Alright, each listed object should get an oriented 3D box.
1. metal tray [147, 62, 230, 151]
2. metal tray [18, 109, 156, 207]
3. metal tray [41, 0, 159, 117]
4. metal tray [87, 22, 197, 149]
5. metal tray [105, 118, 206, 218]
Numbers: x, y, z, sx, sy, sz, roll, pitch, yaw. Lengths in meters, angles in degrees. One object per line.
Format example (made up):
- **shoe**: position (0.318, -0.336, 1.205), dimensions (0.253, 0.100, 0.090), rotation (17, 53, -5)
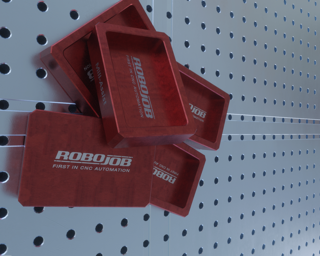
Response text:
- **metal tray**: position (0.041, -0.028, 0.437), dimensions (0.131, 0.030, 0.090), rotation (23, 76, -38)
- **metal tray**: position (-0.072, 0.034, 0.323), dimensions (0.131, 0.030, 0.090), rotation (8, 86, -26)
- **metal tray**: position (-0.055, -0.083, 0.357), dimensions (0.131, 0.030, 0.090), rotation (-47, 117, -29)
- **metal tray**: position (-0.020, -0.046, 0.332), dimensions (0.091, 0.030, 0.130), rotation (-2, 67, -33)
- **metal tray**: position (-0.003, 0.053, 0.401), dimensions (0.130, 0.030, 0.090), rotation (32, 71, -35)
